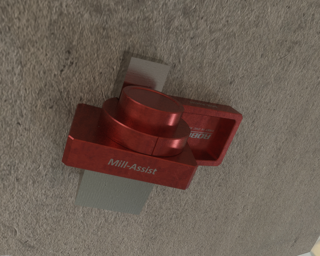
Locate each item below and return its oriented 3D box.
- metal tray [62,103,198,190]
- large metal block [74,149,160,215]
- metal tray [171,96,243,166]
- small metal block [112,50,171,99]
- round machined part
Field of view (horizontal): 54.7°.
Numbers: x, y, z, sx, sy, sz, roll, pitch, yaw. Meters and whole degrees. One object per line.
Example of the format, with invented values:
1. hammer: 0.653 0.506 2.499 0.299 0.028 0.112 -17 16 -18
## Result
1. metal tray: -0.032 0.018 0.339 0.131 0.090 0.030 14 113 -15
2. large metal block: -0.052 0.055 0.375 0.081 0.050 0.079 14 125 -15
3. metal tray: 0.045 0.007 0.436 0.131 0.030 0.089 6 115 -32
4. small metal block: -0.022 -0.058 0.362 0.050 0.025 0.050 7 115 -32
5. round machined part: -0.013 -0.013 0.333 0.099 0.098 0.042 6 115 -32
